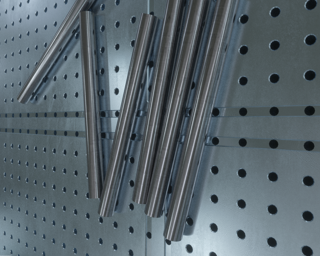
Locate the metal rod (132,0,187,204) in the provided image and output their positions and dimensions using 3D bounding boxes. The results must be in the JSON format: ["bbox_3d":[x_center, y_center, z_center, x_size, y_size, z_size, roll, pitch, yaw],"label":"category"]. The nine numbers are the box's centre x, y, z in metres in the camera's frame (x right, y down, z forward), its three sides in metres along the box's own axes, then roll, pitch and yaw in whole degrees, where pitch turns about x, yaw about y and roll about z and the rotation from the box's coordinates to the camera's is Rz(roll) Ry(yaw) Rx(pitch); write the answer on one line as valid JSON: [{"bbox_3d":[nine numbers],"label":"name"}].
[{"bbox_3d":[0.000,-0.044,0.410,0.025,0.025,0.298,17,101,39],"label":"metal rod"}]

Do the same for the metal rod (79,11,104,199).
[{"bbox_3d":[-0.110,-0.039,0.502,0.025,0.025,0.299,-7,86,40],"label":"metal rod"}]

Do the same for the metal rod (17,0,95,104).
[{"bbox_3d":[-0.193,-0.146,0.570,0.299,0.025,0.025,-43,64,31],"label":"metal rod"}]

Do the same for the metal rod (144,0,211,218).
[{"bbox_3d":[0.022,-0.029,0.392,0.025,0.025,0.298,20,103,38],"label":"metal rod"}]

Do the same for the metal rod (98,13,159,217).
[{"bbox_3d":[-0.049,-0.011,0.450,0.025,0.025,0.298,23,104,38],"label":"metal rod"}]

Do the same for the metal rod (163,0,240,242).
[{"bbox_3d":[0.047,-0.005,0.371,0.025,0.025,0.298,20,103,38],"label":"metal rod"}]
